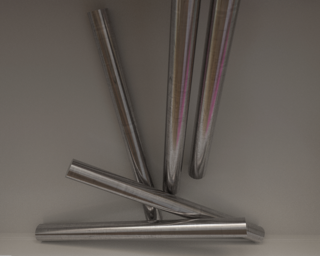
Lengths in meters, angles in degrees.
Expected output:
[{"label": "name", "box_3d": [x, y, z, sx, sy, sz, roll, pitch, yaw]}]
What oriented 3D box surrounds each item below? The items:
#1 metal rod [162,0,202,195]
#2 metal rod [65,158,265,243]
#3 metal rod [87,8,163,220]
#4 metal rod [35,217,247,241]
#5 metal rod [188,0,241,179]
[{"label": "metal rod", "box_3d": [0.019, -0.020, 0.341, 0.025, 0.025, 0.298, 1, 134, -1]}, {"label": "metal rod", "box_3d": [0.020, 0.106, 0.429, 0.302, 0.025, 0.025, 23, 109, -17]}, {"label": "metal rod", "box_3d": [-0.040, 0.000, 0.410, 0.025, 0.025, 0.298, -12, 110, 4]}, {"label": "metal rod", "box_3d": [-0.034, 0.144, 0.436, 0.301, 0.025, 0.025, -5, 111, 12]}, {"label": "metal rod", "box_3d": [0.054, -0.040, 0.329, 0.025, 0.025, 0.298, 0, 137, -1]}]
